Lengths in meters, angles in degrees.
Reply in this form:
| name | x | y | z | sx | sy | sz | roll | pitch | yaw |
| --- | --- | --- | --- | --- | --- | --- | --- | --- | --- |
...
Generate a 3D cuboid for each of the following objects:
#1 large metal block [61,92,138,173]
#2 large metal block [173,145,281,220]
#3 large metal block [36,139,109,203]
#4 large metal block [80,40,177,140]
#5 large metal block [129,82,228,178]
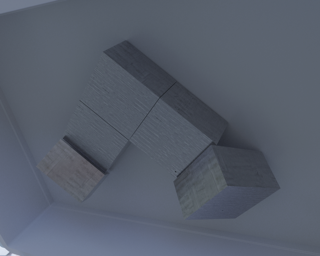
| name | x | y | z | sx | sy | sz | roll | pitch | yaw |
| --- | --- | --- | --- | --- | --- | --- | --- | --- | --- |
| large metal block | -0.079 | 0.002 | 0.434 | 0.080 | 0.050 | 0.080 | 39 | 129 | 1 |
| large metal block | 0.076 | 0.067 | 0.364 | 0.081 | 0.050 | 0.080 | 9 | 138 | -31 |
| large metal block | -0.127 | 0.064 | 0.469 | 0.080 | 0.050 | 0.080 | 39 | 172 | 1 |
| large metal block | -0.040 | -0.046 | 0.383 | 0.080 | 0.050 | 0.080 | 39 | 129 | 1 |
| large metal block | 0.022 | 0.005 | 0.381 | 0.080 | 0.050 | 0.080 | 39 | 129 | 1 |
